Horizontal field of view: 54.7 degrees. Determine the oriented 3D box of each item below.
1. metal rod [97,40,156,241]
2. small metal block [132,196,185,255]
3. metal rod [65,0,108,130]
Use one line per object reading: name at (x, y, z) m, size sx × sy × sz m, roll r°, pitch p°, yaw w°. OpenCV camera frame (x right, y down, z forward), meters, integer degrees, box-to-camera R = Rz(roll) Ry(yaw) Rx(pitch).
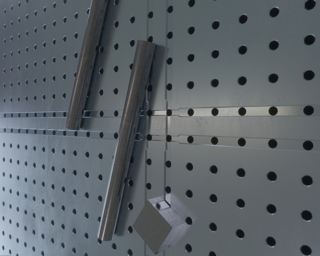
metal rod at (-0.051, 0.025, 0.451) m, size 0.025 × 0.025 × 0.298 m, roll 21°, pitch 103°, yaw 38°
small metal block at (-0.003, 0.129, 0.412) m, size 0.050 × 0.025 × 0.050 m, roll 42°, pitch 115°, yaw 31°
metal rod at (-0.111, -0.140, 0.500) m, size 0.025 × 0.025 × 0.298 m, roll 25°, pitch 106°, yaw 37°
